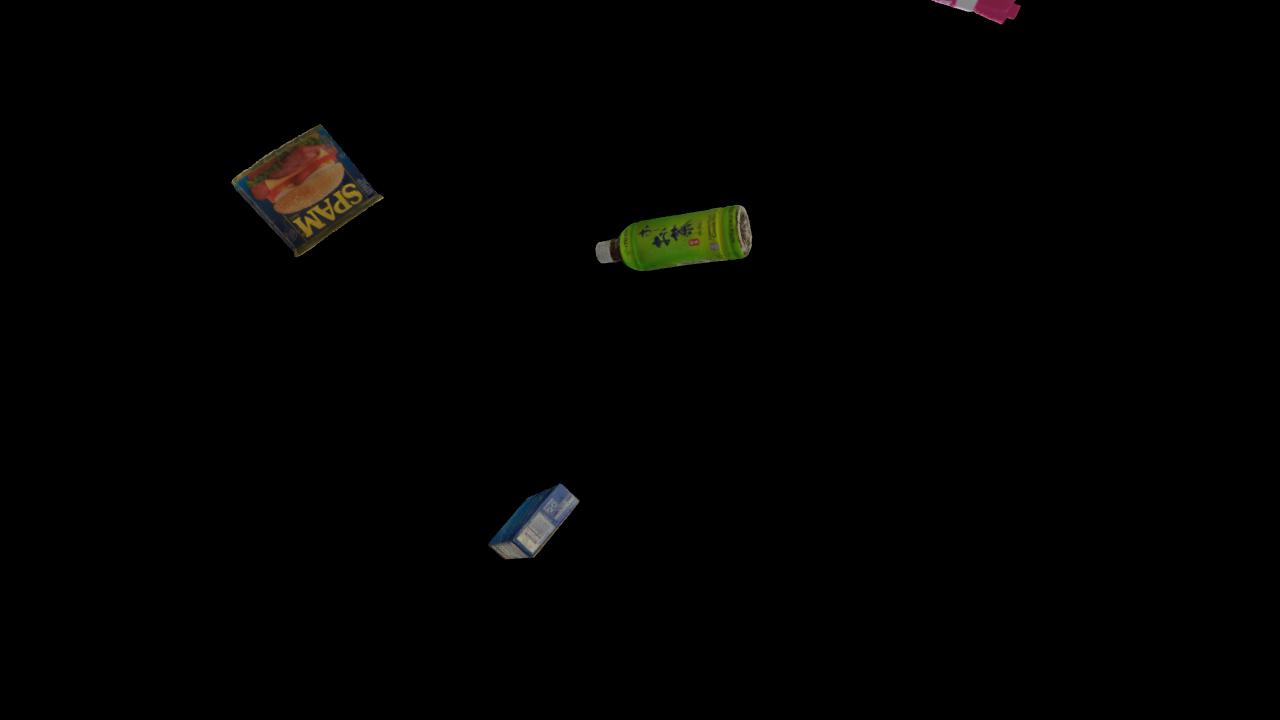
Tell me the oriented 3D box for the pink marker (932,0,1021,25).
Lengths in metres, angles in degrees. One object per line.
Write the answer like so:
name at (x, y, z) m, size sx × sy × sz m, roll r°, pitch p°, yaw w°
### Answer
pink marker at (0.225, -0.281, 0.465) m, size 0.121 × 0.020 × 0.020 m, roll 32°, pitch 12°, yaw 19°

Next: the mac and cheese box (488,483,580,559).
mac and cheese box at (-0.149, 0.224, 0.838) m, size 0.041 × 0.093 × 0.184 m, roll 42°, pitch -28°, yaw -5°

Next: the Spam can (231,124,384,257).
Spam can at (-0.321, -0.164, 0.597) m, size 0.101 × 0.085 × 0.058 m, roll -47°, pitch 28°, yaw -24°

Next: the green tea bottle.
green tea bottle at (0.039, -0.157, 0.828) m, size 0.212 × 0.073 × 0.073 m, roll -6°, pitch -2°, yaw 23°
